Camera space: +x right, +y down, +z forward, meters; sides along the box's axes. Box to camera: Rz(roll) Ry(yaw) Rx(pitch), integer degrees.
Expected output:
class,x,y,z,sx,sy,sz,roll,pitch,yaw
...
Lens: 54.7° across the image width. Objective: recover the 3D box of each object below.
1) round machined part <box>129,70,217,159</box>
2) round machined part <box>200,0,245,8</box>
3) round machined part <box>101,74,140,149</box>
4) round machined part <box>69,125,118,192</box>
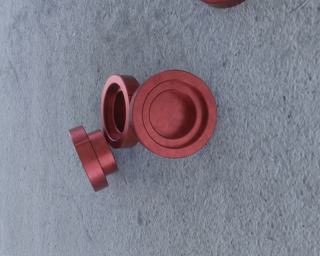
class,x,y,z,sx,sy,sz,roll,pitch,yaw
round machined part,0.012,-0.016,0.359,0.042,0.099,0.097,-173,85,-74
round machined part,0.068,-0.187,0.338,0.098,0.042,0.097,0,90,40
round machined part,-0.042,-0.022,0.416,0.098,0.042,0.097,5,96,59
round machined part,-0.094,0.040,0.450,0.098,0.042,0.098,58,163,30
